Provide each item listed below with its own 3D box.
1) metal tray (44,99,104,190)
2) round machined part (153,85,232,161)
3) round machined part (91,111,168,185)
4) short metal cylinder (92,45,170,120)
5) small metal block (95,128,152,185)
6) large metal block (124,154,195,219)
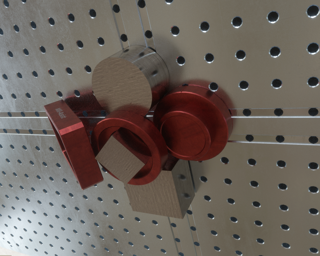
[{"bbox_3d":[-0.125,0.019,0.439,0.130,0.030,0.089,33,142,57],"label":"metal tray"},{"bbox_3d":[0.035,0.001,0.381,0.098,0.042,0.097,13,124,21],"label":"round machined part"},{"bbox_3d":[-0.035,0.021,0.394,0.098,0.042,0.097,13,124,21],"label":"round machined part"},{"bbox_3d":[-0.035,-0.055,0.379,0.080,0.050,0.079,13,124,21],"label":"short metal cylinder"},{"bbox_3d":[-0.043,0.033,0.375,0.050,0.025,0.050,41,129,0],"label":"small metal block"},{"bbox_3d":[-0.003,0.076,0.440,0.080,0.050,0.080,1,119,28],"label":"large metal block"}]
